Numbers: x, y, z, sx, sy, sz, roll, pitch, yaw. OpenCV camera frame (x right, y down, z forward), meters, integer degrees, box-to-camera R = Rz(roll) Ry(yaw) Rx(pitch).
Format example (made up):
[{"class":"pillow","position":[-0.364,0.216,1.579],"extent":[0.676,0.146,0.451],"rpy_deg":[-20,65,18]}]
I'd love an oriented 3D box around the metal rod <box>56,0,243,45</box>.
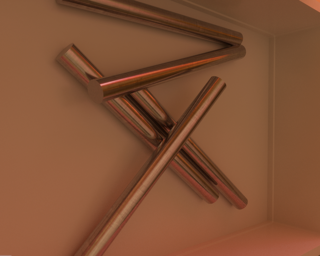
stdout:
[{"class":"metal rod","position":[0.012,-0.144,0.417],"extent":[0.302,0.025,0.025],"rpy_deg":[-1,91,-40]}]

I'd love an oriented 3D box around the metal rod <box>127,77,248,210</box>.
[{"class":"metal rod","position":[0.047,0.034,0.448],"extent":[0.300,0.025,0.025],"rpy_deg":[46,62,-31]}]

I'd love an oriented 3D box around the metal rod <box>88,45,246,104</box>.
[{"class":"metal rod","position":[0.034,-0.082,0.416],"extent":[0.302,0.025,0.025],"rpy_deg":[-25,106,-44]}]

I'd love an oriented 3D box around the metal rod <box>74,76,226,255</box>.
[{"class":"metal rod","position":[-0.009,0.051,0.374],"extent":[0.300,0.025,0.025],"rpy_deg":[-52,121,-18]}]

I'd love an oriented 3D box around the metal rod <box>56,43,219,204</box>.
[{"class":"metal rod","position":[-0.010,0.013,0.399],"extent":[0.300,0.025,0.025],"rpy_deg":[46,62,-31]}]
